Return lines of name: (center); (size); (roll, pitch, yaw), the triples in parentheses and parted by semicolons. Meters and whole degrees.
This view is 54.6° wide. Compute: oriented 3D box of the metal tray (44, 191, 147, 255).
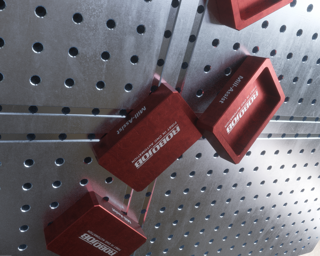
metal tray: (-0.091, 0.159, 0.456); (0.090, 0.030, 0.130); (-40, 129, -1)

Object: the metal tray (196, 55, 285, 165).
metal tray: (0.117, -0.025, 0.434); (0.130, 0.030, 0.090); (-51, 130, -11)

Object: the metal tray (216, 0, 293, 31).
metal tray: (0.102, -0.189, 0.346); (0.090, 0.030, 0.130); (-30, 129, -9)

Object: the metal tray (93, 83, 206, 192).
metal tray: (-0.011, 0.015, 0.411); (0.130, 0.030, 0.090); (-43, 129, 1)
